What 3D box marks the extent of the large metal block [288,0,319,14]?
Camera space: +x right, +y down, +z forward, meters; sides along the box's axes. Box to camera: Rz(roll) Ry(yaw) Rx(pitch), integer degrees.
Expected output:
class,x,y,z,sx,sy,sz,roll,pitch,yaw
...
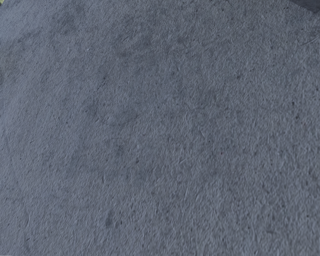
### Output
class,x,y,z,sx,sy,sz,roll,pitch,yaw
large metal block,0.206,-0.208,0.388,0.080,0.080,0.050,-39,51,2
